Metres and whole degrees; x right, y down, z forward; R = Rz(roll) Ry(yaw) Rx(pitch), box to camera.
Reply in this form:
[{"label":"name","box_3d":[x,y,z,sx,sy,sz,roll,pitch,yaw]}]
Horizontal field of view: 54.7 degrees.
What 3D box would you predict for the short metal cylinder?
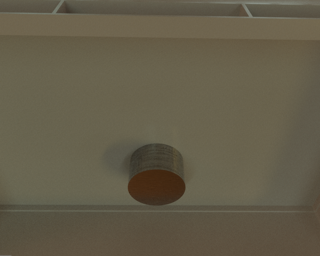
[{"label":"short metal cylinder","box_3d":[-0.005,0.068,0.451,0.081,0.050,0.079,0,130,0]}]
